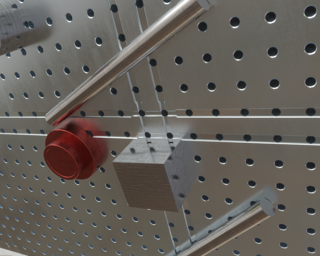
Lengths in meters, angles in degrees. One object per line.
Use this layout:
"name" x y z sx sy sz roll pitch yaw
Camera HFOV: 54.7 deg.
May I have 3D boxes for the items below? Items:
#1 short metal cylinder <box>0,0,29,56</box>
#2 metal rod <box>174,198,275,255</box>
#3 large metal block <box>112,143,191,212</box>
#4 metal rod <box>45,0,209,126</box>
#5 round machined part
"short metal cylinder" -0.231 -0.141 0.427 0.080 0.050 0.079 13 124 20
"metal rod" 0.065 0.192 0.494 0.025 0.025 0.298 40 129 1
"large metal block" -0.010 0.069 0.441 0.080 0.050 0.080 -2 118 28
"metal rod" -0.064 -0.071 0.398 0.299 0.025 0.025 -28 103 37
"round machined part" -0.148 0.046 0.504 0.098 0.042 0.097 13 124 20
